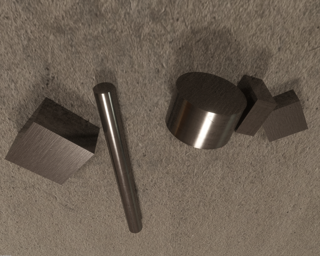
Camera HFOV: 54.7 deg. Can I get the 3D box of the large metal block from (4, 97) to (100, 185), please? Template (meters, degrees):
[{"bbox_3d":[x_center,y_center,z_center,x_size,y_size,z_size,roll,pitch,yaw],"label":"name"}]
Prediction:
[{"bbox_3d":[-0.139,0.020,0.405,0.080,0.050,0.080,33,122,-25],"label":"large metal block"}]

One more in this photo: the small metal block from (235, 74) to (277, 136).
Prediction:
[{"bbox_3d":[0.106,-0.027,0.368,0.025,0.050,0.050,12,129,-17],"label":"small metal block"}]

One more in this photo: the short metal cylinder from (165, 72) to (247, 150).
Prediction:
[{"bbox_3d":[0.051,-0.021,0.354,0.081,0.080,0.050,10,129,-9],"label":"short metal cylinder"}]

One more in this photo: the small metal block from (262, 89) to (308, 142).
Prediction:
[{"bbox_3d":[0.155,-0.015,0.397,0.050,0.025,0.050,-22,127,17],"label":"small metal block"}]

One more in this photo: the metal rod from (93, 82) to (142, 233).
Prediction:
[{"bbox_3d":[-0.055,0.066,0.462,0.025,0.025,0.298,-4,130,2],"label":"metal rod"}]
